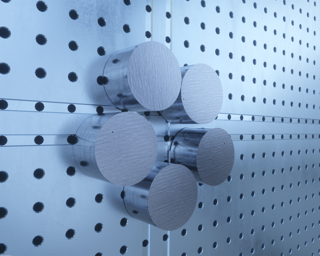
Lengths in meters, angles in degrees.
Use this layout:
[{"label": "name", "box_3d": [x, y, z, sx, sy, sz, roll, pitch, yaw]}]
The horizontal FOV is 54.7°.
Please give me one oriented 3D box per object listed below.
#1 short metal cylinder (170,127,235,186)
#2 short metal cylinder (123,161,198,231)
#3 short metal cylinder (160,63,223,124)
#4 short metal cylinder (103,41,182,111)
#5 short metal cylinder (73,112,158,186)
[{"label": "short metal cylinder", "box_3d": [0.061, 0.039, 0.443, 0.081, 0.050, 0.079, -2, 93, -40]}, {"label": "short metal cylinder", "box_3d": [0.002, 0.083, 0.392, 0.081, 0.050, 0.080, 0, 90, -39]}, {"label": "short metal cylinder", "box_3d": [0.041, -0.045, 0.425, 0.081, 0.050, 0.079, 0, 91, -40]}, {"label": "short metal cylinder", "box_3d": [-0.020, -0.060, 0.375, 0.081, 0.050, 0.079, 0, 91, -40]}, {"label": "short metal cylinder", "box_3d": [-0.049, 0.022, 0.351, 0.081, 0.050, 0.079, -1, 91, -40]}]
